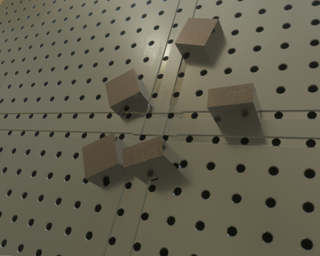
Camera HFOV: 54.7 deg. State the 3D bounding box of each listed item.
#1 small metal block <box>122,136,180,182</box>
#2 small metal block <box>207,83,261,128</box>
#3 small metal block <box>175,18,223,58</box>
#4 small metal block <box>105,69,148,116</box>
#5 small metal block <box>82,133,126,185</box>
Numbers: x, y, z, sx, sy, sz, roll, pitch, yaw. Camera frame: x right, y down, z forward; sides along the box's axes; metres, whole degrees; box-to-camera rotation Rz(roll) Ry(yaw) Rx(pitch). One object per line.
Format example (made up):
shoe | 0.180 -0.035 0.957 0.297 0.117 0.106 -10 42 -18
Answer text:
small metal block | -0.010 0.039 0.372 0.050 0.050 0.025 -19 55 16
small metal block | 0.087 -0.024 0.361 0.050 0.050 0.025 -5 60 25
small metal block | 0.058 -0.135 0.460 0.050 0.025 0.050 16 70 34
small metal block | -0.051 -0.054 0.467 0.050 0.025 0.050 -26 53 12
small metal block | -0.075 0.042 0.420 0.050 0.025 0.050 -26 53 12
